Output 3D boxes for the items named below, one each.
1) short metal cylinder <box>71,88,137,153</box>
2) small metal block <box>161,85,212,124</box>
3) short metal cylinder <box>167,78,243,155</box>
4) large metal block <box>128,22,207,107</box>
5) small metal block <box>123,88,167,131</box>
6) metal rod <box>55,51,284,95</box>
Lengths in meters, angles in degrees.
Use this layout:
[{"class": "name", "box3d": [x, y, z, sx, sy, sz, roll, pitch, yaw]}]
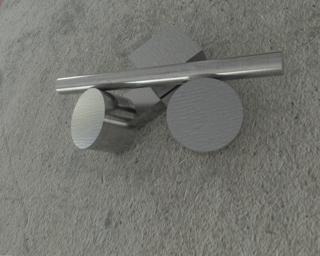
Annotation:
[{"class": "short metal cylinder", "box3d": [-0.076, -0.008, 0.416, 0.080, 0.050, 0.080, -14, 69, 44]}, {"class": "small metal block", "box3d": [0.038, -0.031, 0.404, 0.050, 0.025, 0.050, -37, 51, 3]}, {"class": "short metal cylinder", "box3d": [0.051, -0.011, 0.351, 0.080, 0.050, 0.080, -2, 81, 10]}, {"class": "large metal block", "box3d": [0.014, -0.089, 0.434, 0.080, 0.050, 0.080, -36, 51, 4]}, {"class": "small metal block", "box3d": [-0.025, -0.033, 0.439, 0.050, 0.025, 0.050, -36, 51, 2]}, {"class": "metal rod", "box3d": [-0.009, -0.063, 0.382, 0.300, 0.025, 0.025, -1, 61, 27]}]
